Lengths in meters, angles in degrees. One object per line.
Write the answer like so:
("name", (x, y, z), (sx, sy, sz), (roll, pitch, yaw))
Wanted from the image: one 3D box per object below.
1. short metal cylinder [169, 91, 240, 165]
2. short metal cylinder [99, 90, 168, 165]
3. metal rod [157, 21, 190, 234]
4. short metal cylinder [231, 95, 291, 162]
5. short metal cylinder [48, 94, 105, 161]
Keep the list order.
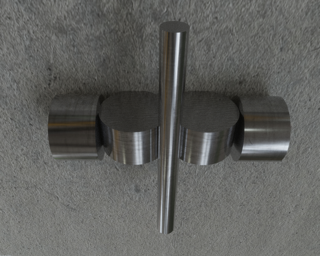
("short metal cylinder", (0.050, -0.002, 0.371), (0.081, 0.080, 0.050), (1, 130, -1))
("short metal cylinder", (-0.030, -0.002, 0.371), (0.081, 0.080, 0.050), (1, 130, -1))
("metal rod", (0.010, 0.029, 0.353), (0.025, 0.025, 0.298), (0, 130, -1))
("short metal cylinder", (0.116, 0.001, 0.375), (0.050, 0.080, 0.079), (1, 130, -1))
("short metal cylinder", (-0.095, -0.001, 0.371), (0.050, 0.080, 0.079), (1, 130, -1))
